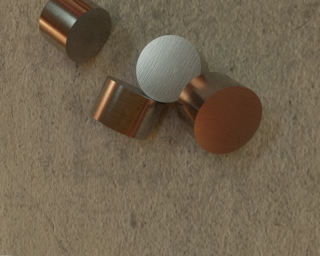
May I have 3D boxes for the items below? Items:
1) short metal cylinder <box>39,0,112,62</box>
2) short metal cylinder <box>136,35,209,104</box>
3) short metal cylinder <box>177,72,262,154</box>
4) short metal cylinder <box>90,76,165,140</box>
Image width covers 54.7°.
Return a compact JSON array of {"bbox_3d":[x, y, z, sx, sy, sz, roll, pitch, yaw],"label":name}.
[{"bbox_3d":[-0.112,-0.137,0.418,0.050,0.080,0.080,38,102,15],"label":"short metal cylinder"},{"bbox_3d":[0.017,-0.070,0.389,0.080,0.050,0.079,0,90,19],"label":"short metal cylinder"},{"bbox_3d":[0.066,-0.018,0.350,0.080,0.080,0.050,-54,30,12],"label":"short metal cylinder"},{"bbox_3d":[-0.041,-0.026,0.393,0.080,0.080,0.050,30,100,17],"label":"short metal cylinder"}]
